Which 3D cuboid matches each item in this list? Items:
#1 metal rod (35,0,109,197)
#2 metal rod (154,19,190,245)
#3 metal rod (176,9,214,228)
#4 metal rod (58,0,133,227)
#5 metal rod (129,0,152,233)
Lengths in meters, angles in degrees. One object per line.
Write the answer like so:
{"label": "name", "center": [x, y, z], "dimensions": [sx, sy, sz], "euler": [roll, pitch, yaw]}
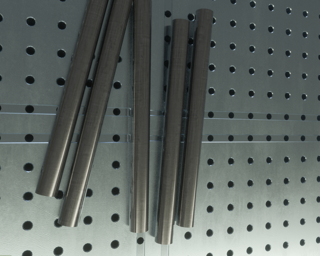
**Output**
{"label": "metal rod", "center": [-0.099, -0.067, 0.376], "dimensions": [0.025, 0.025, 0.298], "euler": [15, 85, -20]}
{"label": "metal rod", "center": [0.017, 0.004, 0.419], "dimensions": [0.025, 0.025, 0.298], "euler": [5, 88, -20]}
{"label": "metal rod", "center": [0.049, -0.015, 0.431], "dimensions": [0.025, 0.025, 0.298], "euler": [6, 88, -20]}
{"label": "metal rod", "center": [-0.078, -0.030, 0.384], "dimensions": [0.025, 0.025, 0.298], "euler": [14, 85, -20]}
{"label": "metal rod", "center": [-0.025, -0.017, 0.404], "dimensions": [0.025, 0.025, 0.298], "euler": [1, 90, -20]}
